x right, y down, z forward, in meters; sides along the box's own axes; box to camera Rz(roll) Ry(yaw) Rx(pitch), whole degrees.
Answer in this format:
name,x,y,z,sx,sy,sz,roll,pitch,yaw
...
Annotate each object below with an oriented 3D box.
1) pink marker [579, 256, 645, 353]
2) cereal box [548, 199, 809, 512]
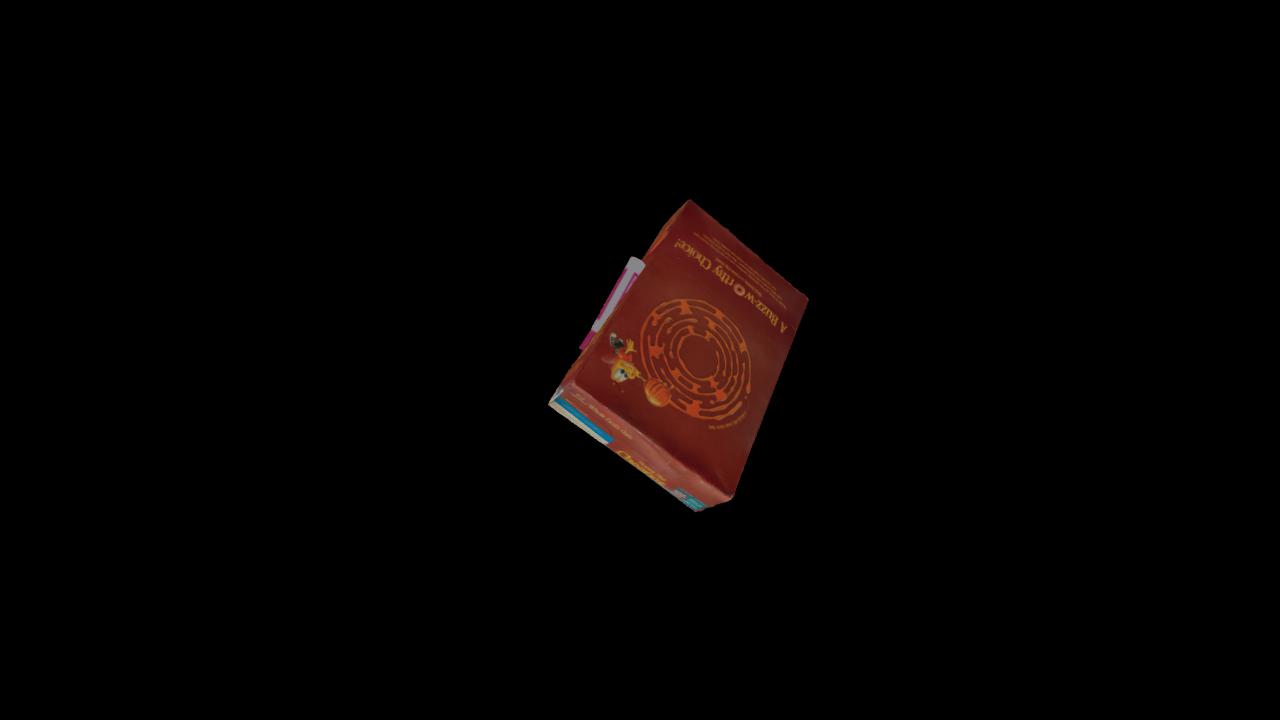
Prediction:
name,x,y,z,sx,sy,sz,roll,pitch,yaw
pink marker,-0.031,-0.056,0.662,0.020,0.121,0.020,29,-8,4
cereal box,0.058,-0.014,0.698,0.203,0.306,0.081,37,-34,-11
